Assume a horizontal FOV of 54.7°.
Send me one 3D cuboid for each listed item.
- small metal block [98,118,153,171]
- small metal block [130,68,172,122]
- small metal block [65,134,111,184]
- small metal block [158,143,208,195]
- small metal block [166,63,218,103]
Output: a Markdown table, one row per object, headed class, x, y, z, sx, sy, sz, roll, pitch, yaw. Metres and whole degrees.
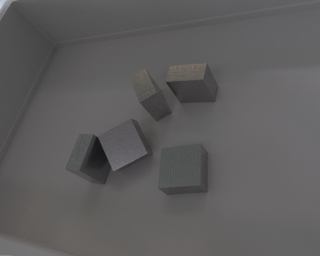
| class | x | y | z | sx | sy | sz | roll | pitch | yaw |
| --- | --- | --- | --- | --- | --- | --- | --- | --- | --- |
| small metal block | -0.045 | 0.023 | 0.403 | 0.050 | 0.025 | 0.050 | -28 | 78 | 10 |
| small metal block | -0.012 | -0.045 | 0.424 | 0.025 | 0.050 | 0.050 | -31 | 52 | 9 |
| small metal block | -0.090 | 0.042 | 0.411 | 0.025 | 0.050 | 0.050 | 1 | 62 | 32 |
| small metal block | 0.028 | 0.049 | 0.361 | 0.050 | 0.025 | 0.050 | -9 | 58 | 23 |
| small metal block | 0.043 | -0.057 | 0.402 | 0.050 | 0.050 | 0.025 | 1 | 62 | 28 |
